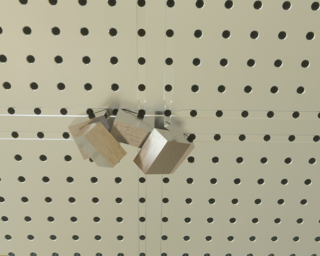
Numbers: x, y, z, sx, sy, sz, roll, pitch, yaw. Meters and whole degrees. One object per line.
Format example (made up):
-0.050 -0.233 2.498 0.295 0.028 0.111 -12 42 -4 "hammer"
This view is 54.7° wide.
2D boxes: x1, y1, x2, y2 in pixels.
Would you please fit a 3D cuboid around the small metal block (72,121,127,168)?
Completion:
-0.074 0.021 0.377 0.025 0.050 0.050 -46 108 -25 "small metal block"

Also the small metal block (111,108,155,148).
-0.035 0.001 0.400 0.050 0.050 0.025 18 109 -7 "small metal block"

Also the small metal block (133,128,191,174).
0.003 0.030 0.383 0.050 0.025 0.050 11 118 -52 "small metal block"

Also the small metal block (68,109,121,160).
-0.086 0.009 0.416 0.050 0.025 0.050 -18 109 6 "small metal block"

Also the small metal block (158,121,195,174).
0.011 0.027 0.424 0.050 0.025 0.050 34 106 -12 "small metal block"
